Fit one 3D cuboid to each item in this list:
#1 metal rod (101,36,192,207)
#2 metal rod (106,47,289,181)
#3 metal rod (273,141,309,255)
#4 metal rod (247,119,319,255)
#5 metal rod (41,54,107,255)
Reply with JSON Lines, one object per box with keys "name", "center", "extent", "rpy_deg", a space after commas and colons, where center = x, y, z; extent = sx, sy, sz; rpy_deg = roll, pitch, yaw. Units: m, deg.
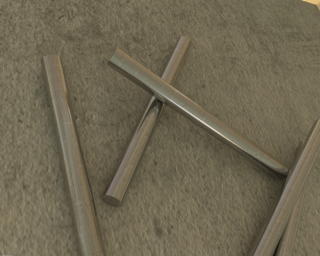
{"name": "metal rod", "center": [-0.005, -0.032, 0.421], "extent": [0.025, 0.025, 0.300], "rpy_deg": [30, 52, -9]}
{"name": "metal rod", "center": [0.062, -0.010, 0.422], "extent": [0.301, 0.025, 0.025], "rpy_deg": [33, 51, -16]}
{"name": "metal rod", "center": [0.178, 0.125, 0.425], "extent": [0.025, 0.025, 0.301], "rpy_deg": [38, 51, -3]}
{"name": "metal rod", "center": [0.181, 0.087, 0.430], "extent": [0.025, 0.025, 0.301], "rpy_deg": [43, 57, 1]}
{"name": "metal rod", "center": [-0.089, 0.048, 0.326], "extent": [0.025, 0.025, 0.299], "rpy_deg": [-5, 64, -31]}
